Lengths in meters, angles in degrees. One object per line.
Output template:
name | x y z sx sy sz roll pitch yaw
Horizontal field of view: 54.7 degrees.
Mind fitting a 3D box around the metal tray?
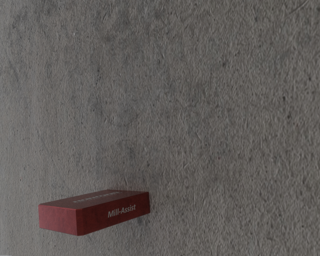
metal tray | -0.083 0.109 0.421 0.090 0.131 0.030 -7 86 39
